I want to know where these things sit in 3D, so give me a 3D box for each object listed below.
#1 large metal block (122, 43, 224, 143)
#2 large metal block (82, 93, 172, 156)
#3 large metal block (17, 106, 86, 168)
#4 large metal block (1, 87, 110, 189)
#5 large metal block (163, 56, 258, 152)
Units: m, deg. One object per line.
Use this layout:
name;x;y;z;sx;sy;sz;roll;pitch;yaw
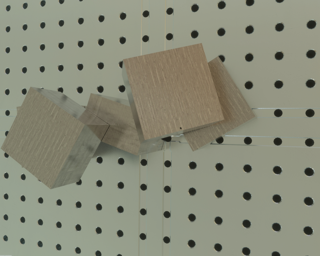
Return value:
large metal block;0.010;-0.034;0.322;0.081;0.050;0.080;-14;85;-10
large metal block;-0.040;-0.005;0.396;0.080;0.080;0.050;20;97;18
large metal block;-0.146;0.009;0.433;0.050;0.080;0.080;-7;88;19
large metal block;-0.119;0.010;0.354;0.080;0.050;0.080;33;100;17
large metal block;0.060;-0.027;0.377;0.080;0.050;0.080;-32;80;17
